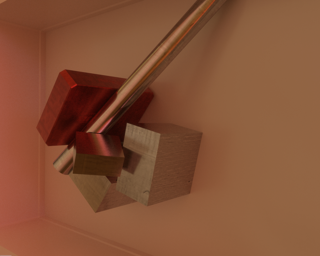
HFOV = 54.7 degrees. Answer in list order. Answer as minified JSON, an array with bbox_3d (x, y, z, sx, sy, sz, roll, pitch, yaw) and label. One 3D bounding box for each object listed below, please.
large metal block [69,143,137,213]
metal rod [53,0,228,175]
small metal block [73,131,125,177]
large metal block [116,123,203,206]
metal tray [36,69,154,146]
[{"bbox_3d":[-0.068,0.061,0.425,0.080,0.081,0.050,44,116,31],"label":"large metal block"},{"bbox_3d":[-0.022,-0.057,0.363,0.299,0.025,0.025,-47,61,10],"label":"metal rod"},{"bbox_3d":[-0.070,0.029,0.348,0.050,0.050,0.025,-119,40,-60],"label":"small metal block"},{"bbox_3d":[0.000,0.039,0.368,0.050,0.081,0.079,17,101,38],"label":"large metal block"},{"bbox_3d":[-0.079,-0.022,0.399,0.030,0.131,0.089,48,120,30],"label":"metal tray"}]
